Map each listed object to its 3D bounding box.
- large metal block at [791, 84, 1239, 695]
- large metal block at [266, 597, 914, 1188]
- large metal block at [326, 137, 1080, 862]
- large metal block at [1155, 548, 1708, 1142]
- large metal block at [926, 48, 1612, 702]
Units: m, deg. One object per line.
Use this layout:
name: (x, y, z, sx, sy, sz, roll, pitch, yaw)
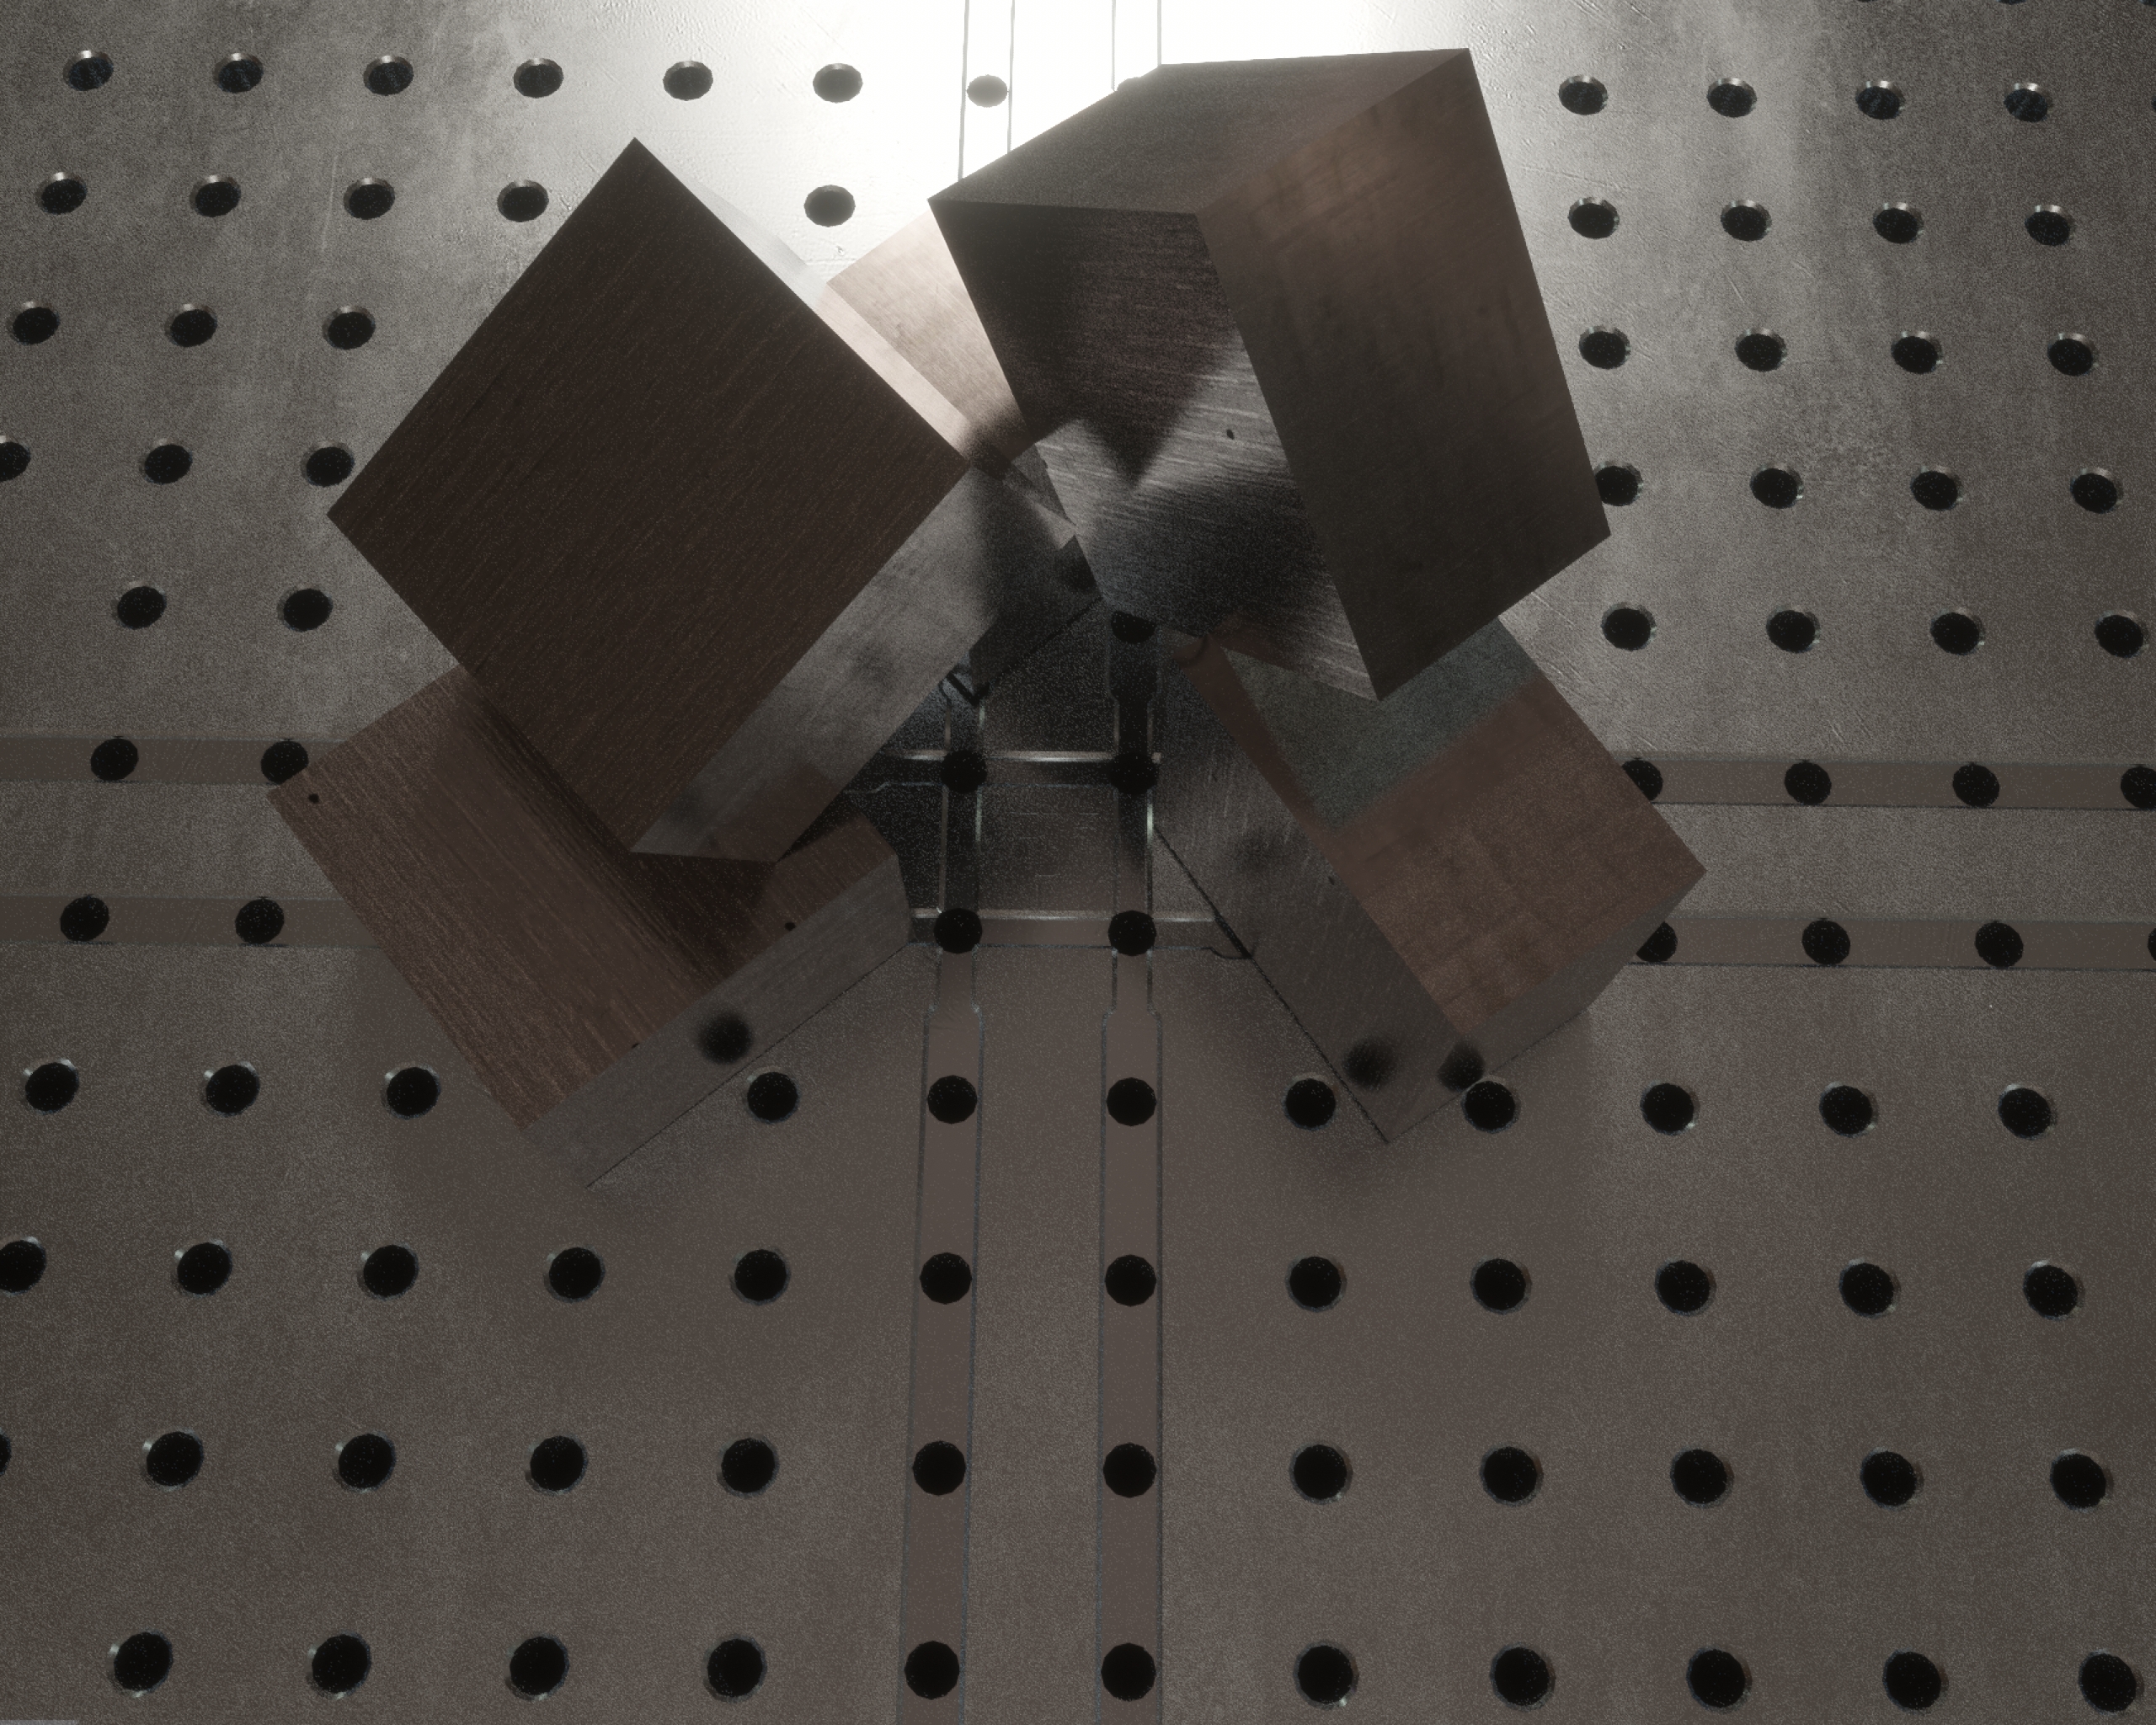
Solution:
large metal block: (-0.008, -0.091, 0.414, 0.080, 0.080, 0.050, -40, 75, -13)
large metal block: (-0.089, 0.001, 0.396, 0.080, 0.050, 0.080, -38, 75, -13)
large metal block: (-0.062, -0.057, 0.349, 0.080, 0.050, 0.080, 46, 101, 14)
large metal block: (0.059, -0.003, 0.383, 0.050, 0.080, 0.080, -32, 74, -11)
large metal block: (0.030, -0.081, 0.337, 0.050, 0.080, 0.080, -36, 32, -17)
